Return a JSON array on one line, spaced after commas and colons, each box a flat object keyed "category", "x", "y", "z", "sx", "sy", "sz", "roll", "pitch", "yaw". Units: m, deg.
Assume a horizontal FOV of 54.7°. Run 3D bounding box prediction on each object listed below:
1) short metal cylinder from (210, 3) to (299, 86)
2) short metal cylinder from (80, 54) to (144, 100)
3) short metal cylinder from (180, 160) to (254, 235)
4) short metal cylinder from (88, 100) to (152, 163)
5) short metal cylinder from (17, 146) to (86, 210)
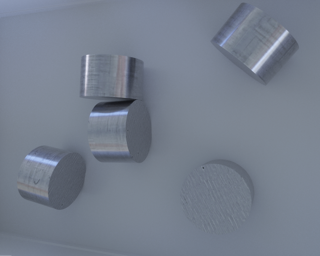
[{"category": "short metal cylinder", "x": 0.104, "y": -0.092, "z": 0.345, "sx": 0.080, "sy": 0.080, "sz": 0.050, "roll": 43, "pitch": 103, "yaw": 15}, {"category": "short metal cylinder", "x": -0.062, "y": -0.063, "z": 0.403, "sx": 0.080, "sy": 0.080, "sz": 0.050, "roll": 3, "pitch": 91, "yaw": 20}, {"category": "short metal cylinder", "x": 0.070, "y": 0.080, "z": 0.372, "sx": 0.080, "sy": 0.050, "sz": 0.080, "roll": 0, "pitch": 90, "yaw": 20}, {"category": "short metal cylinder", "x": -0.049, "y": 0.005, "z": 0.398, "sx": 0.050, "sy": 0.080, "sz": 0.080, "roll": -2, "pitch": 90, "yaw": 20}, {"category": "short metal cylinder", "x": -0.149, "y": 0.068, "z": 0.434, "sx": 0.050, "sy": 0.080, "sz": 0.079, "roll": 11, "pitch": 94, "yaw": 20}]
